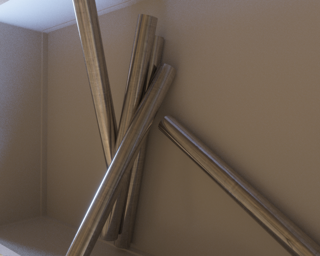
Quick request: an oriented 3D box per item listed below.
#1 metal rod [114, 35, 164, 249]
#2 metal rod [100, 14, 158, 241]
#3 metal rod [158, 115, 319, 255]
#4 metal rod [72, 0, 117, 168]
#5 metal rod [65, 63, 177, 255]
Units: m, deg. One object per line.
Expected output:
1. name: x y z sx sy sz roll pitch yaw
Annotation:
1. metal rod: -0.031 0.024 0.432 0.025 0.025 0.298 16 100 39
2. metal rod: -0.043 0.006 0.408 0.025 0.025 0.298 18 101 38
3. metal rod: 0.101 0.081 0.323 0.300 0.025 0.025 43 116 31
4. metal rod: -0.075 -0.046 0.394 0.025 0.025 0.298 17 124 39
5. metal rod: -0.052 0.056 0.370 0.025 0.025 0.299 15 74 39
